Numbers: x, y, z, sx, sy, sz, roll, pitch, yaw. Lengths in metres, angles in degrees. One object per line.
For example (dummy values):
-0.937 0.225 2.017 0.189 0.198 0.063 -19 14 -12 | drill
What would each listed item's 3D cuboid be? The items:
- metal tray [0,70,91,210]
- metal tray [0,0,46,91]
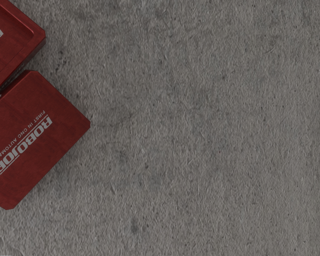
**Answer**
-0.153 0.012 0.336 0.130 0.030 0.090 -49 123 -13 | metal tray
-0.200 -0.082 0.332 0.090 0.030 0.130 40 77 -16 | metal tray
